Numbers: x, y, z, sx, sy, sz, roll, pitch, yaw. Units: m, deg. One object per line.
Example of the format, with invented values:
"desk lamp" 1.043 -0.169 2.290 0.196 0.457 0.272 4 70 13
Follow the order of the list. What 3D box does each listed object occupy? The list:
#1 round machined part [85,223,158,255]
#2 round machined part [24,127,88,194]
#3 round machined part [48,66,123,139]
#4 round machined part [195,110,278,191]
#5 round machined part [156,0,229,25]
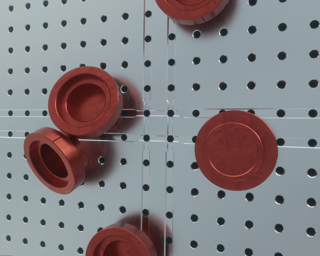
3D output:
"round machined part" -0.048 0.178 0.421 0.098 0.042 0.097 0 90 20
"round machined part" -0.142 0.042 0.440 0.098 0.042 0.097 17 124 27
"round machined part" -0.099 -0.032 0.429 0.098 0.042 0.098 -2 75 9
"round machined part" 0.089 0.027 0.372 0.098 0.042 0.097 0 90 20
"round machined part" 0.044 -0.177 0.388 0.098 0.042 0.097 0 90 20
